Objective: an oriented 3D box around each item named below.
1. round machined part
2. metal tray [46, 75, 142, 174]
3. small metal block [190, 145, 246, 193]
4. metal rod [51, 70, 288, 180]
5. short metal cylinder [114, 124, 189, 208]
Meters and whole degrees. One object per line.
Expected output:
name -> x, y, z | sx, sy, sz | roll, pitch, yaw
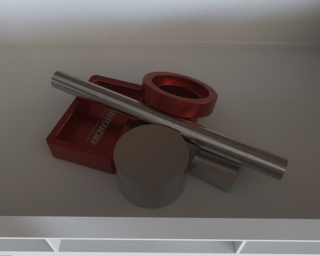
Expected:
round machined part -> 0.022, -0.036, 0.406 | 0.099, 0.042, 0.098 | 12, 27, -6
metal tray -> -0.074, -0.011, 0.406 | 0.090, 0.030, 0.130 | 14, 51, 11
small metal block -> 0.070, 0.041, 0.369 | 0.050, 0.025, 0.050 | 25, 54, 19
metal rod -> -0.001, -0.010, 0.373 | 0.301, 0.025, 0.025 | 22, 53, 14
short metal cylinder -> -0.009, 0.042, 0.350 | 0.081, 0.050, 0.080 | 0, 50, 0
